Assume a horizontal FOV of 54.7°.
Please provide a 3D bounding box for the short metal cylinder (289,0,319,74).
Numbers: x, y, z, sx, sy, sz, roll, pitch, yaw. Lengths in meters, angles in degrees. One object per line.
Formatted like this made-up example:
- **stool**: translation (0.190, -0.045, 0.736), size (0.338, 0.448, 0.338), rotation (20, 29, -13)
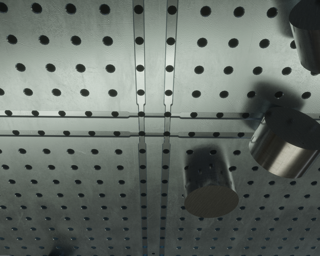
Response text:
- **short metal cylinder**: translation (0.171, -0.096, 0.296), size (0.080, 0.080, 0.050), rotation (-22, 127, 17)

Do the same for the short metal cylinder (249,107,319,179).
- **short metal cylinder**: translation (0.161, 0.017, 0.393), size (0.081, 0.080, 0.050), rotation (9, 130, -8)

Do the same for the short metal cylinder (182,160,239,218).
- **short metal cylinder**: translation (0.076, 0.094, 0.477), size (0.081, 0.050, 0.079), rotation (0, 130, 0)
